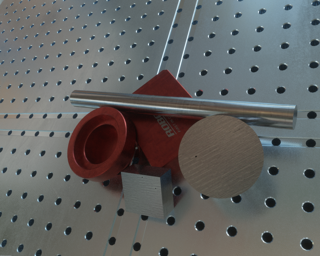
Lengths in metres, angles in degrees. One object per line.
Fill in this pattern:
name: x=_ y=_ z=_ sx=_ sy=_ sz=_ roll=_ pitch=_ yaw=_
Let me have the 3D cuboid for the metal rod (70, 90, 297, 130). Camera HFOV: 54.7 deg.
metal rod: x=0.005 y=-0.027 z=0.381 sx=0.300 sy=0.025 sz=0.025 roll=7 pitch=65 yaw=31

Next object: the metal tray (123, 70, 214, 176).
metal tray: x=0.007 y=-0.010 z=0.407 sx=0.090 sy=0.030 sz=0.130 roll=-37 pitch=51 yaw=3

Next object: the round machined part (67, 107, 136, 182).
round machined part: x=-0.072 y=0.024 z=0.412 sx=0.098 sy=0.042 sz=0.098 roll=-14 pitch=61 yaw=27

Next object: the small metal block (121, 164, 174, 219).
small metal block: x=-0.014 y=0.071 z=0.353 sx=0.050 sy=0.025 sz=0.050 roll=3 pitch=106 yaw=28

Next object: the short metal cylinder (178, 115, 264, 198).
short metal cylinder: x=0.062 y=0.030 z=0.320 sx=0.080 sy=0.050 sz=0.080 roll=-2 pitch=81 yaw=11
